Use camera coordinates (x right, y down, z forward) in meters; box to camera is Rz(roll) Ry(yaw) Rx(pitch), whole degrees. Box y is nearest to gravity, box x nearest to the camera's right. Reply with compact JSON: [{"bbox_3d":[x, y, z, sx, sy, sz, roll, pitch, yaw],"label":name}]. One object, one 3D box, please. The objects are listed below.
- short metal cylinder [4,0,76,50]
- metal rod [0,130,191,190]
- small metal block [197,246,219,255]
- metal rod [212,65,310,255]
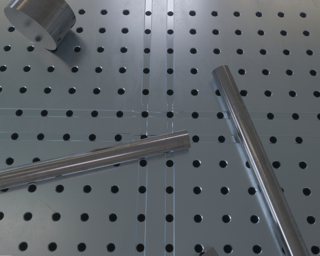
[{"bbox_3d":[-0.168,-0.157,0.439,0.080,0.080,0.050,27,72,9],"label":"short metal cylinder"},{"bbox_3d":[-0.110,0.046,0.394,0.302,0.025,0.025,-12,71,-5],"label":"metal rod"},{"bbox_3d":[0.053,0.171,0.349,0.050,0.025,0.050,-32,73,-11],"label":"small metal block"},{"bbox_3d":[0.129,0.052,0.393,0.025,0.025,0.299,-16,71,-6],"label":"metal rod"}]
